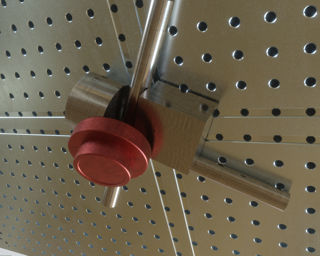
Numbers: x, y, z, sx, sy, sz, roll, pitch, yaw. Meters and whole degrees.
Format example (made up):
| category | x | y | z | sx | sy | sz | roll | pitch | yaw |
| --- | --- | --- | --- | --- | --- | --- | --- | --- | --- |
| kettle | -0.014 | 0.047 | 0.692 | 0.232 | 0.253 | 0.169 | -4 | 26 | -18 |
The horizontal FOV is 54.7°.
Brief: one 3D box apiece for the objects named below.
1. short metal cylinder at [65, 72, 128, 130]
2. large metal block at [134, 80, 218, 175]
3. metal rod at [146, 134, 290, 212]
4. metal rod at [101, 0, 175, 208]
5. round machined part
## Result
| category | x | y | z | sx | sy | sz | roll | pitch | yaw |
| --- | --- | --- | --- | --- | --- | --- | --- | --- | --- |
| short metal cylinder | -0.075 | -0.025 | 0.397 | 0.050 | 0.080 | 0.079 | 23 | 127 | 14 |
| large metal block | 0.016 | -0.001 | 0.380 | 0.080 | 0.050 | 0.079 | 23 | 127 | 13 |
| metal rod | 0.022 | 0.037 | 0.421 | 0.301 | 0.025 | 0.025 | 22 | 127 | 14 |
| metal rod | -0.036 | -0.013 | 0.396 | 0.025 | 0.025 | 0.298 | 25 | 120 | 12 |
| round machined part | -0.063 | 0.035 | 0.369 | 0.098 | 0.042 | 0.097 | 9 | 140 | 8 |
